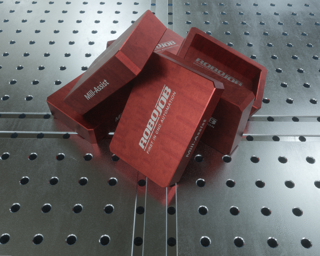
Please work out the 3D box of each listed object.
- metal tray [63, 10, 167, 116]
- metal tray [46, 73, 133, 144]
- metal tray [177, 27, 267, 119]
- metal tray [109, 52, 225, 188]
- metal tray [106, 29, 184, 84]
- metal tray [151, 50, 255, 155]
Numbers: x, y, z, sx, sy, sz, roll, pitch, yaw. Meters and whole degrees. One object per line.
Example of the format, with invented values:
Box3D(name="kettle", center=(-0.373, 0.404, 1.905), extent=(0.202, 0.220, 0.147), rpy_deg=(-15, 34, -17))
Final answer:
Box3D(name="metal tray", center=(-0.056, -0.075, 0.372), extent=(0.030, 0.130, 0.090), rpy_deg=(42, 49, -21))
Box3D(name="metal tray", center=(-0.080, -0.047, 0.443), extent=(0.090, 0.030, 0.131), rpy_deg=(32, 57, 23))
Box3D(name="metal tray", center=(0.084, -0.079, 0.440), extent=(0.130, 0.030, 0.090), rpy_deg=(28, 52, -6))
Box3D(name="metal tray", center=(0.004, -0.010, 0.354), extent=(0.090, 0.129, 0.030), rpy_deg=(31, 18, 24))
Box3D(name="metal tray", center=(-0.005, -0.109, 0.472), extent=(0.131, 0.030, 0.090), rpy_deg=(-27, 57, -38))
Box3D(name="metal tray", center=(0.045, -0.032, 0.391), extent=(0.130, 0.090, 0.030), rpy_deg=(31, 57, 23))
